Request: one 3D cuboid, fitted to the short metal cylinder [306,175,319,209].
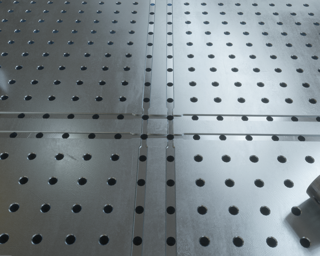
[{"bbox_3d":[0.202,0.065,0.318,0.081,0.080,0.050,-19,53,-15],"label":"short metal cylinder"}]
